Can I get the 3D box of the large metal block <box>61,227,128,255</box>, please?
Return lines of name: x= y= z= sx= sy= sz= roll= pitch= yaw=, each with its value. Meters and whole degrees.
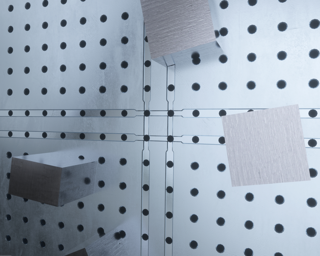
large metal block: x=-0.082 y=0.191 z=0.413 sx=0.050 sy=0.080 sz=0.080 roll=-27 pitch=81 yaw=18

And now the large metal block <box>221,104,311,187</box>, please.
large metal block: x=0.121 y=0.020 z=0.357 sx=0.080 sy=0.050 sz=0.080 roll=-9 pitch=87 yaw=20

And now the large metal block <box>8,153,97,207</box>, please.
large metal block: x=-0.148 y=0.068 z=0.436 sx=0.080 sy=0.080 sz=0.050 roll=8 pitch=93 yaw=20

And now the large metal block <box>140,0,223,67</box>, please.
large metal block: x=0.028 y=-0.130 z=0.390 sx=0.080 sy=0.050 sz=0.080 roll=-12 pitch=86 yaw=19
